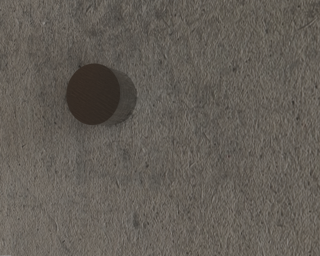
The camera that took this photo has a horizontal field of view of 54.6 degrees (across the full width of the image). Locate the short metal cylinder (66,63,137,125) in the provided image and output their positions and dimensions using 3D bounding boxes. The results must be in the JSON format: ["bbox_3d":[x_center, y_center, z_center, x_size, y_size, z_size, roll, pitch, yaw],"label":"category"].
[{"bbox_3d":[-0.079,-0.044,0.424,0.080,0.050,0.080,0,90,20],"label":"short metal cylinder"}]
